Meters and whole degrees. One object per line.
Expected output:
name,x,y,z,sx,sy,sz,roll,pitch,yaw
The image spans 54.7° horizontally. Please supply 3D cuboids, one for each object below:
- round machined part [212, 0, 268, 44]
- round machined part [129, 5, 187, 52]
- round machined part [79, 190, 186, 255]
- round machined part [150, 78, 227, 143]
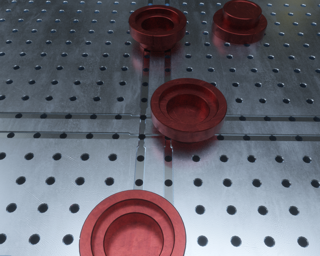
round machined part,0.147,-0.199,0.566,0.099,0.042,0.098,0,50,0
round machined part,-0.004,-0.170,0.540,0.099,0.042,0.098,0,50,0
round machined part,-0.025,0.113,0.301,0.099,0.042,0.098,0,50,0
round machined part,0.037,-0.019,0.413,0.099,0.042,0.098,0,50,0
